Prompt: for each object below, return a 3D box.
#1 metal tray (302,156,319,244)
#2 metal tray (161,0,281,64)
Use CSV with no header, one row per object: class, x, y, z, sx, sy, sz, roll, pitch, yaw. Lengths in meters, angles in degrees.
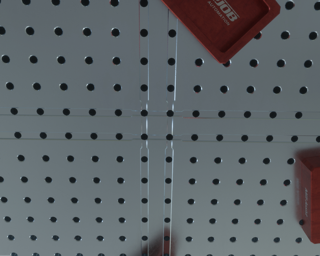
metal tray,0.258,0.102,0.450,0.090,0.030,0.129,-9,110,3
metal tray,0.060,-0.151,0.355,0.090,0.030,0.130,-43,105,14
